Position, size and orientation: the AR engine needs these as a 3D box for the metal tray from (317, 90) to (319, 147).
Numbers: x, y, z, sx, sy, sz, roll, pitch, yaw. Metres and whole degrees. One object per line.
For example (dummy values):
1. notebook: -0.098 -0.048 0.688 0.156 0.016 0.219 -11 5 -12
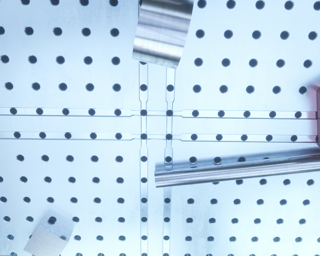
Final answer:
1. metal tray: 0.280 -0.018 0.406 0.131 0.030 0.089 -10 110 3

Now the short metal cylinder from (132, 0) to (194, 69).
1. short metal cylinder: 0.002 -0.110 0.343 0.050 0.080 0.079 12 110 -5

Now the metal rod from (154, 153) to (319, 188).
1. metal rod: 0.143 0.057 0.435 0.302 0.025 0.025 -6 110 2

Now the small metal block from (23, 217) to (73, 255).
1. small metal block: -0.171 0.173 0.475 0.050 0.025 0.050 32 107 -11
